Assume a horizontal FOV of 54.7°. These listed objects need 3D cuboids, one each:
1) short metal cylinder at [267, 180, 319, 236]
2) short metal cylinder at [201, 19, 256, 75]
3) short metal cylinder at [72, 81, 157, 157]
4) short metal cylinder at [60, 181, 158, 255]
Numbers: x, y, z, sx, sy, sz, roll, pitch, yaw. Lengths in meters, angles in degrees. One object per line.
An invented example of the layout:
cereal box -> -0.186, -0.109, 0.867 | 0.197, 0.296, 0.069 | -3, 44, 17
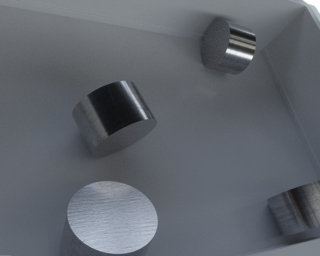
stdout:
short metal cylinder -> 0.191, 0.106, 0.411 | 0.081, 0.080, 0.050 | -4, 64, -30
short metal cylinder -> 0.112, -0.133, 0.514 | 0.050, 0.080, 0.080 | 9, 58, -24
short metal cylinder -> -0.050, -0.009, 0.350 | 0.081, 0.080, 0.050 | -20, 73, -36
short metal cylinder -> -0.048, 0.096, 0.287 | 0.081, 0.050, 0.080 | 14, 31, -9
